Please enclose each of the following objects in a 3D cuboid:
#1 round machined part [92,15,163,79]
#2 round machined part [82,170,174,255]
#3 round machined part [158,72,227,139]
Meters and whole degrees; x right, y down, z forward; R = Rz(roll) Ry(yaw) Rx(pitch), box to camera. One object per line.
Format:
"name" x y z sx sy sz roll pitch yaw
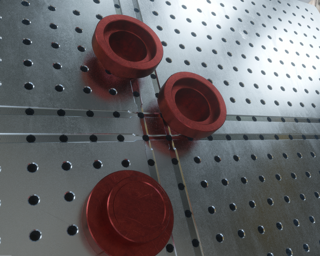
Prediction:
"round machined part" -0.048 -0.109 0.439 0.099 0.042 0.098 14 56 -21
"round machined part" -0.029 0.090 0.328 0.099 0.042 0.098 14 56 -21
"round machined part" 0.041 -0.028 0.439 0.099 0.042 0.098 14 56 -21
